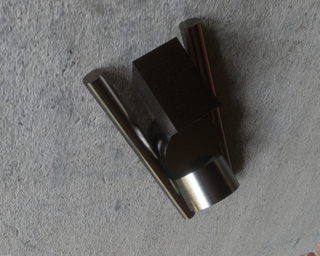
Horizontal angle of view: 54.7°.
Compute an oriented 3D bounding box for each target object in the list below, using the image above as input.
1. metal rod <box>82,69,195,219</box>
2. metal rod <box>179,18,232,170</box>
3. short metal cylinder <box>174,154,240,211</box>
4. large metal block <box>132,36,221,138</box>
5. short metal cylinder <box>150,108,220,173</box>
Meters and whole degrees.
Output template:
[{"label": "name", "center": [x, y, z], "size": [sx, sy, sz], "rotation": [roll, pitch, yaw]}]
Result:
[{"label": "metal rod", "center": [-0.012, 0.043, 0.428], "size": [0.025, 0.025, 0.299], "rotation": [-35, 129, -5]}, {"label": "metal rod", "center": [0.076, -0.009, 0.443], "size": [0.025, 0.025, 0.299], "rotation": [-29, 128, -10]}, {"label": "short metal cylinder", "center": [0.067, 0.078, 0.450], "size": [0.080, 0.080, 0.050], "rotation": [-28, 86, -11]}, {"label": "large metal block", "center": [0.013, -0.038, 0.336], "size": [0.050, 0.080, 0.080], "rotation": [-32, 87, -8]}, {"label": "short metal cylinder", "center": [0.033, 0.013, 0.418], "size": [0.081, 0.050, 0.079], "rotation": [-14, 124, -21]}]
